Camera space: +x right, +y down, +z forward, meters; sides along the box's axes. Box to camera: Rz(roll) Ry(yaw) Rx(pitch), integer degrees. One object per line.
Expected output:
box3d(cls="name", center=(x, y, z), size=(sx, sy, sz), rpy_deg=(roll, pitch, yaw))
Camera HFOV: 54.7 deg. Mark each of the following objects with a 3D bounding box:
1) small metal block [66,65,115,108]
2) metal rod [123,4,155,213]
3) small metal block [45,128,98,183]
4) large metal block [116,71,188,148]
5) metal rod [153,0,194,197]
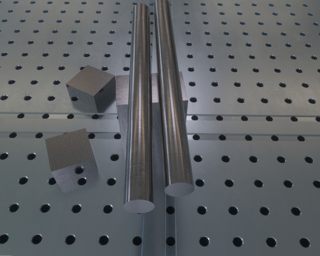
box3d(cls="small metal block", center=(-0.101, -0.062, 0.459), size=(0.050, 0.025, 0.050), rpy_deg=(24, 54, 18))
box3d(cls="metal rod", center=(-0.022, -0.051, 0.346), size=(0.025, 0.025, 0.300), rpy_deg=(-1, 50, -1))
box3d(cls="small metal block", center=(-0.108, 0.033, 0.379), size=(0.050, 0.025, 0.050), rpy_deg=(-16, 52, -14))
box3d(cls="large metal block", center=(-0.011, -0.022, 0.390), size=(0.081, 0.080, 0.050), rpy_deg=(-4, 50, -4))
box3d(cls="metal rod", center=(0.009, -0.063, 0.356), size=(0.025, 0.025, 0.300), rpy_deg=(-2, 50, -2))
